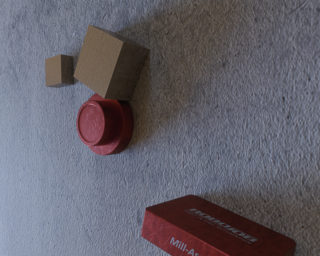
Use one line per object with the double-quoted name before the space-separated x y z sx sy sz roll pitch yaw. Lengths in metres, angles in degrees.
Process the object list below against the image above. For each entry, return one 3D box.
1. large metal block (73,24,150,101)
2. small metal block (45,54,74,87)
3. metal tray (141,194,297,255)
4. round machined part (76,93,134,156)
"large metal block" -0.072 -0.094 0.448 0.080 0.050 0.079 35 111 34
"small metal block" -0.180 -0.100 0.553 0.050 0.025 0.050 -3 88 40
"metal tray" 0.057 0.112 0.315 0.130 0.091 0.030 17 101 38
"round machined part" -0.089 -0.007 0.467 0.098 0.042 0.097 0 90 40
